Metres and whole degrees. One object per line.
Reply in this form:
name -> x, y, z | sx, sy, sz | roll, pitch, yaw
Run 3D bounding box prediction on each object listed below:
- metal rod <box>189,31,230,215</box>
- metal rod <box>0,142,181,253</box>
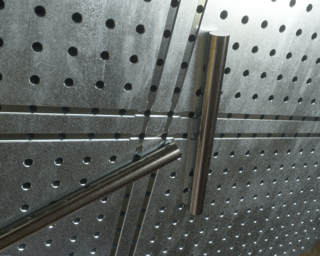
metal rod -> 0.067, 0.012, 0.455 | 0.025, 0.025, 0.298 | -12, 123, -22
metal rod -> -0.108, 0.097, 0.411 | 0.302, 0.025, 0.025 | -26, 128, -12
